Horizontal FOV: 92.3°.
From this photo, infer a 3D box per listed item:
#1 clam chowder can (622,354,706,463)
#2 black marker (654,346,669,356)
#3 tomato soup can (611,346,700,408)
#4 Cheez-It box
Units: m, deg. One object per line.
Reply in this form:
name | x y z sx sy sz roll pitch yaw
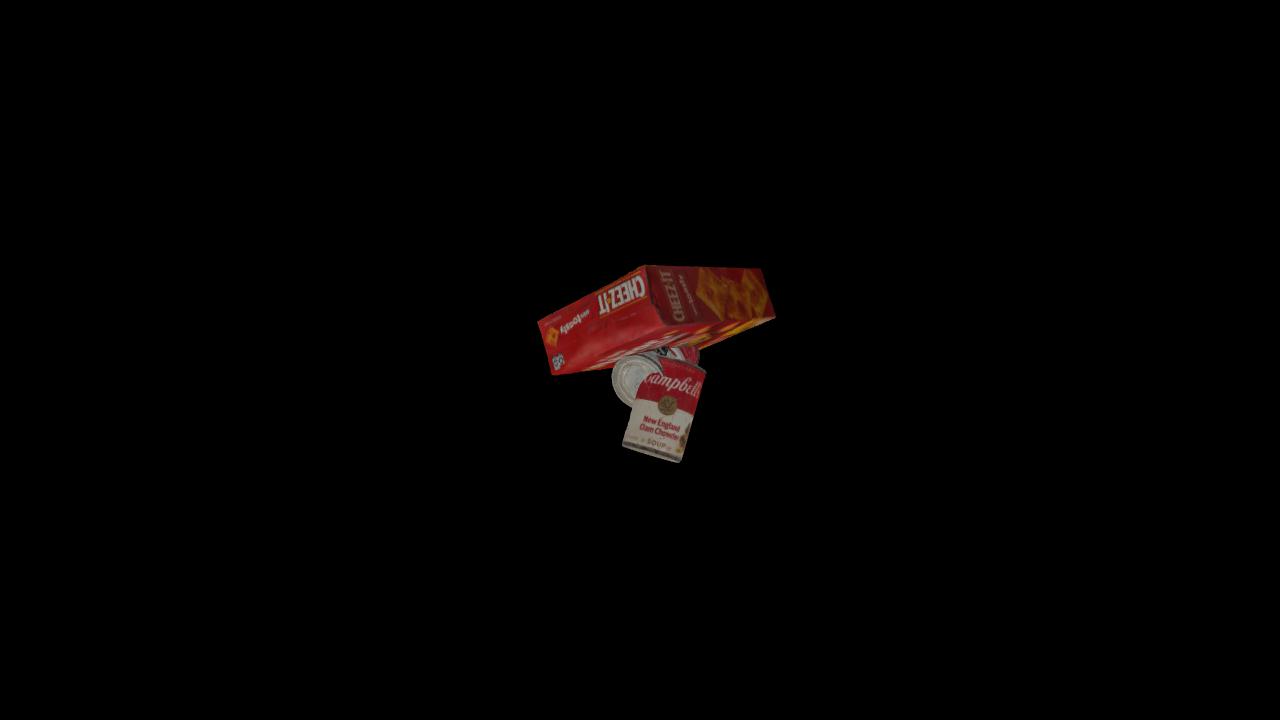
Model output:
clam chowder can | 0.026 0.052 0.660 0.068 0.102 0.068 16 -10 3
black marker | 0.023 -0.017 0.656 0.020 0.121 0.020 16 19 -6
tomato soup can | 0.019 0.008 0.693 0.068 0.068 0.101 0 20 26
Cheez-It box | 0.024 -0.044 0.686 0.166 0.071 0.223 -23 -10 39
